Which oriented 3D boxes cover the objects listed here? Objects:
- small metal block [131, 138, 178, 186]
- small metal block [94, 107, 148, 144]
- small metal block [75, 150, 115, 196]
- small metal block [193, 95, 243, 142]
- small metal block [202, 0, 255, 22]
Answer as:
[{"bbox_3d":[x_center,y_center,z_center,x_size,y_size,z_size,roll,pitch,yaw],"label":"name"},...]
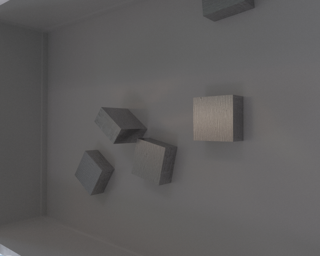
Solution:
[{"bbox_3d":[-0.008,0.043,0.414,0.050,0.025,0.050,16,100,39],"label":"small metal block"},{"bbox_3d":[-0.055,-0.004,0.436,0.050,0.050,0.025,44,117,31],"label":"small metal block"},{"bbox_3d":[-0.105,0.070,0.494,0.050,0.025,0.050,41,115,32],"label":"small metal block"},{"bbox_3d":[0.066,-0.010,0.352,0.050,0.025,0.050,0,90,40],"label":"small metal block"},{"bbox_3d":[0.074,-0.153,0.345,0.050,0.025,0.050,-6,86,40],"label":"small metal block"}]
